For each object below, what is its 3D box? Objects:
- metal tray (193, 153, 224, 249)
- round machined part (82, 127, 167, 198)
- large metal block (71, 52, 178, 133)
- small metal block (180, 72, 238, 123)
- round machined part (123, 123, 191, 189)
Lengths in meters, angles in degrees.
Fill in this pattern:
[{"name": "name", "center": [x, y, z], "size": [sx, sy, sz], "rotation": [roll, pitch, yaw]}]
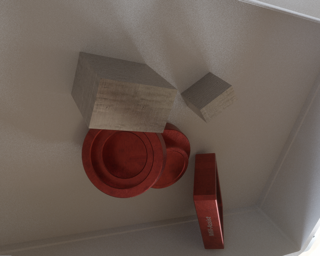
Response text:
[{"name": "metal tray", "center": [0.078, 0.114, 0.480], "size": [0.030, 0.090, 0.129], "rotation": [-5, 128, 13]}, {"name": "round machined part", "center": [-0.040, 0.031, 0.374], "size": [0.098, 0.098, 0.042], "rotation": [-53, 171, 9]}, {"name": "large metal block", "center": [-0.041, -0.038, 0.328], "size": [0.081, 0.080, 0.050], "rotation": [4, 116, -31]}, {"name": "small metal block", "center": [0.063, -0.041, 0.404], "size": [0.050, 0.050, 0.025], "rotation": [-37, 130, -4]}, {"name": "round machined part", "center": [0.000, 0.044, 0.427], "size": [0.099, 0.042, 0.097], "rotation": [-14, 125, -21]}]
